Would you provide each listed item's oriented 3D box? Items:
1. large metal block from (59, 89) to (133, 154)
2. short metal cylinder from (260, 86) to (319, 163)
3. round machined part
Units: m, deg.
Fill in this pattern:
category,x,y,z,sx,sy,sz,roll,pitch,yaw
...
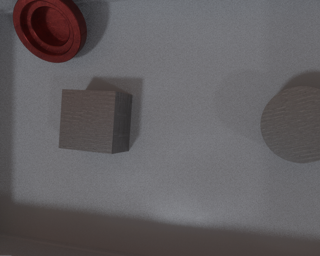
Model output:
category,x,y,z,sx,sy,sz,roll,pitch,yaw
large metal block,-0.088,-0.010,0.427,0.080,0.050,0.079,4,92,19
short metal cylinder,0.154,-0.003,0.343,0.080,0.050,0.079,0,90,19
round machined part,-0.149,-0.145,0.436,0.098,0.042,0.097,7,127,9
